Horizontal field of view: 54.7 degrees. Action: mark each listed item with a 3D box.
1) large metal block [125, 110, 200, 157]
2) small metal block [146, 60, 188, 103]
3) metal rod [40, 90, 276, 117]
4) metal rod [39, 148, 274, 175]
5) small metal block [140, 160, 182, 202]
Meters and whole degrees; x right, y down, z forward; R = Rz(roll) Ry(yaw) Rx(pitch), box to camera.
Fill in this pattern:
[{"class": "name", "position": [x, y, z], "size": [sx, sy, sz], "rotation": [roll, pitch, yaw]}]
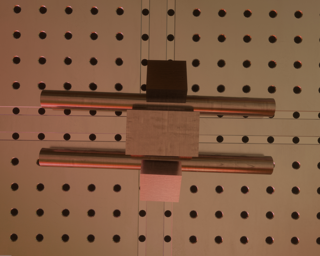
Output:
[{"class": "large metal block", "position": [0.003, 0.006, 0.381], "size": [0.081, 0.080, 0.050], "rotation": [2, 90, 0]}, {"class": "small metal block", "position": [0.008, -0.060, 0.398], "size": [0.050, 0.025, 0.050], "rotation": [1, 56, -1]}, {"class": "metal rod", "position": [-0.002, -0.032, 0.409], "size": [0.302, 0.025, 0.025], "rotation": [2, 90, -1]}, {"class": "metal rod", "position": [-0.004, 0.044, 0.410], "size": [0.302, 0.025, 0.025], "rotation": [2, 90, -1]}, {"class": "small metal block", "position": [0.001, 0.068, 0.398], "size": [0.050, 0.025, 0.050], "rotation": [3, 128, -1]}]
